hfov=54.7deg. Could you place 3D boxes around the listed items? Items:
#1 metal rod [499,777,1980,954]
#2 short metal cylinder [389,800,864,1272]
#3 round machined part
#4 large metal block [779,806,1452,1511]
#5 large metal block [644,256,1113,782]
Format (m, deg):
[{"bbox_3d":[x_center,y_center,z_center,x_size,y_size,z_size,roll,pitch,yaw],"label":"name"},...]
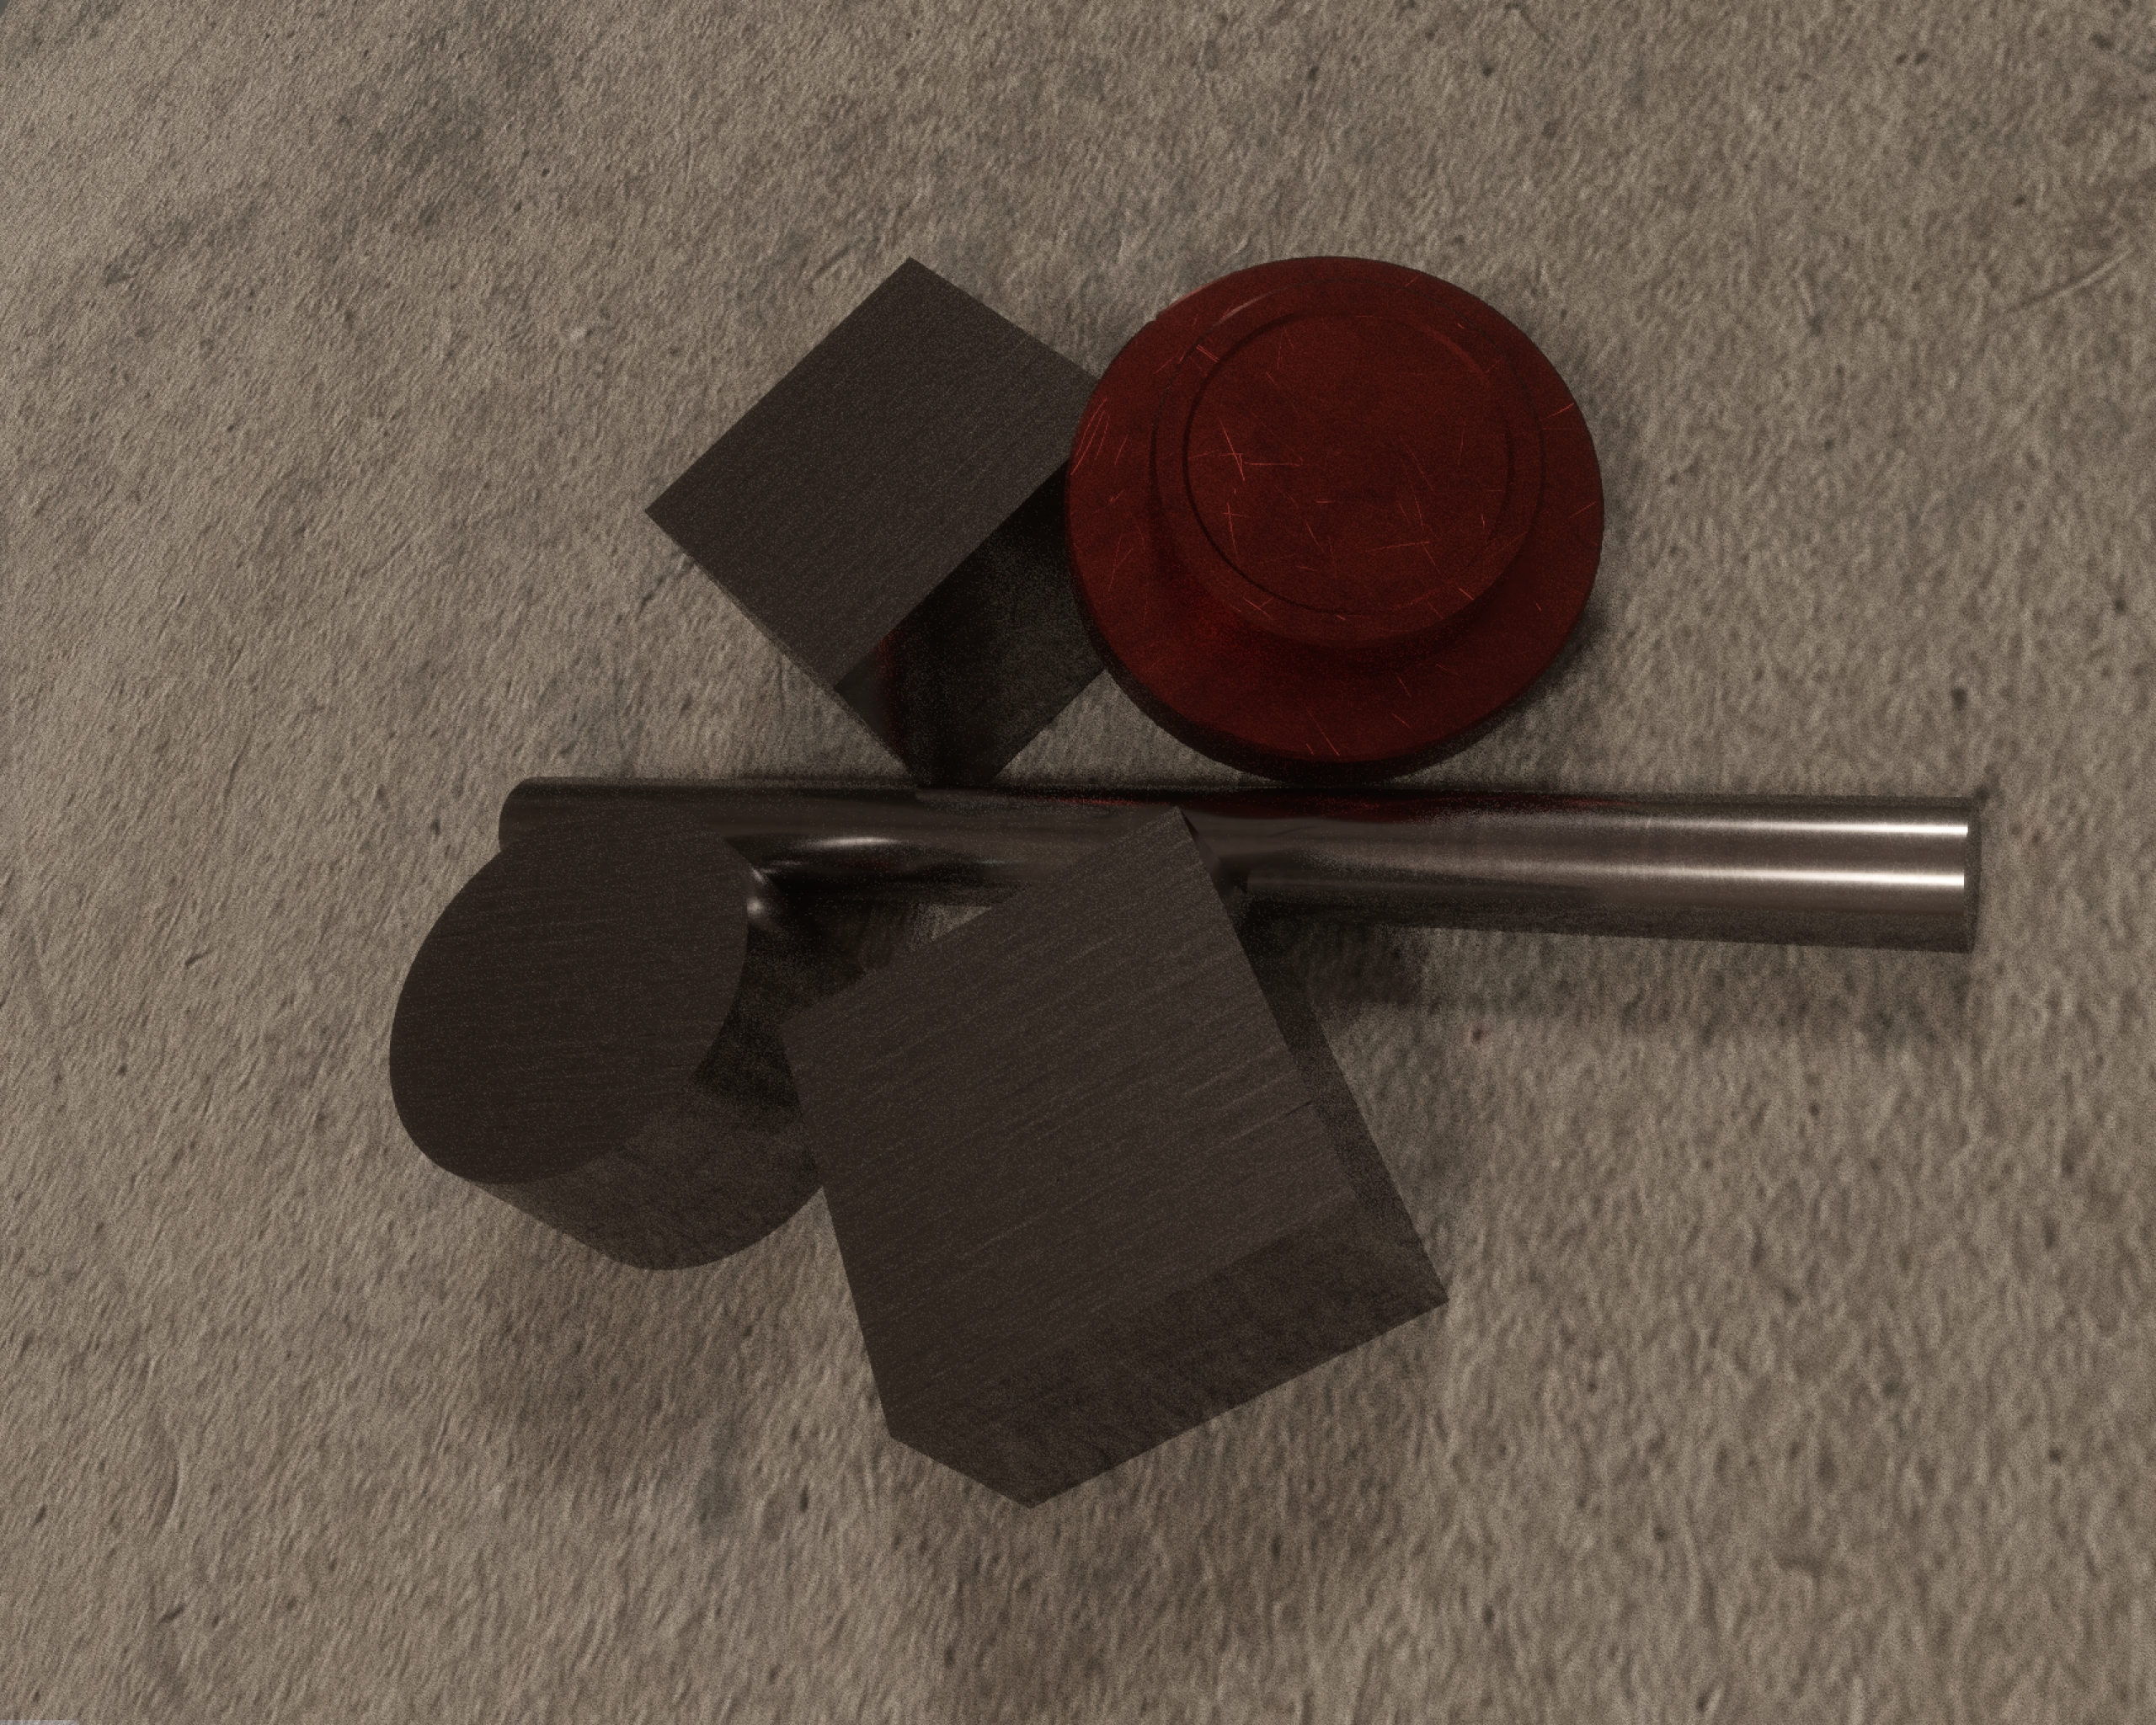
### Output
[{"bbox_3d":[0.010,-0.003,0.402,0.300,0.025,0.025,2,63,28],"label":"metal rod"},{"bbox_3d":[-0.086,0.034,0.412,0.080,0.050,0.080,-13,56,20],"label":"short metal cylinder"},{"bbox_3d":[0.047,-0.066,0.379,0.099,0.042,0.098,0,79,0],"label":"round machined part"},{"bbox_3d":[0.005,0.051,0.355,0.080,0.050,0.080,-29,52,9],"label":"large metal block"},{"bbox_3d":[-0.031,-0.071,0.445,0.080,0.050,0.080,-45,51,-3],"label":"large metal block"}]
